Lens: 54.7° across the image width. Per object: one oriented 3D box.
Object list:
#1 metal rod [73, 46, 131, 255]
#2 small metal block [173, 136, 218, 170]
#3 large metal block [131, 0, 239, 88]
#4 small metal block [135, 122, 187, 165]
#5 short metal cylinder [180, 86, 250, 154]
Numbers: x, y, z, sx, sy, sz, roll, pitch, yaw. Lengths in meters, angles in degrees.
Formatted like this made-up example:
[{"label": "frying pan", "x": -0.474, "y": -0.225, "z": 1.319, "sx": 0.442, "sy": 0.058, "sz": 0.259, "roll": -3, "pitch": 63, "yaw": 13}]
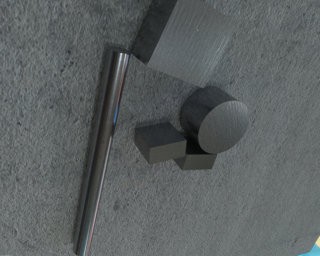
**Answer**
[{"label": "metal rod", "x": -0.079, "y": 0.047, "z": 0.393, "sx": 0.025, "sy": 0.025, "sz": 0.298, "roll": 1, "pitch": 118, "yaw": -29}, {"label": "small metal block", "x": 0.044, "y": 0.034, "z": 0.438, "sx": 0.050, "sy": 0.050, "sz": 0.025, "roll": 2, "pitch": 117, "yaw": -30}, {"label": "large metal block", "x": 0.026, "y": -0.100, "z": 0.344, "sx": 0.081, "sy": 0.050, "sz": 0.080, "roll": 15, "pitch": 111, "yaw": -35}, {"label": "small metal block", "x": 0.000, "y": 0.018, "z": 0.403, "sx": 0.050, "sy": 0.050, "sz": 0.025, "roll": -11, "pitch": 123, "yaw": -23}, {"label": "short metal cylinder", "x": 0.074, "y": -0.012, "z": 0.426, "sx": 0.081, "sy": 0.050, "sz": 0.079, "roll": -14, "pitch": 125, "yaw": -21}]
